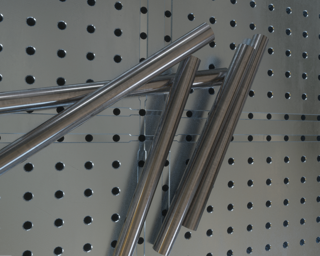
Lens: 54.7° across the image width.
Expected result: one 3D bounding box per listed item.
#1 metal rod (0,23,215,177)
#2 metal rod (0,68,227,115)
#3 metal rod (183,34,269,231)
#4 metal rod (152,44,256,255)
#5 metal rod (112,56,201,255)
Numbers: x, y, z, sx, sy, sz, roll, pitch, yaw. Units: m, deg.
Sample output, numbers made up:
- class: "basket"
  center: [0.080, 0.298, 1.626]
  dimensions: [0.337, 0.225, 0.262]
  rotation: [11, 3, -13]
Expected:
- class: "metal rod"
  center: [-0.064, -0.036, 0.363]
  dimensions: [0.301, 0.025, 0.025]
  rotation: [-34, 102, -7]
- class: "metal rod"
  center: [-0.044, -0.051, 0.396]
  dimensions: [0.303, 0.025, 0.025]
  rotation: [-10, 94, -20]
- class: "metal rod"
  center: [0.096, 0.001, 0.449]
  dimensions: [0.025, 0.025, 0.299]
  rotation: [26, 81, -19]
- class: "metal rod"
  center: [0.060, 0.027, 0.420]
  dimensions: [0.025, 0.025, 0.299]
  rotation: [24, 88, -19]
- class: "metal rod"
  center: [-0.009, 0.051, 0.395]
  dimensions: [0.025, 0.025, 0.299]
  rotation: [20, 89, -19]
